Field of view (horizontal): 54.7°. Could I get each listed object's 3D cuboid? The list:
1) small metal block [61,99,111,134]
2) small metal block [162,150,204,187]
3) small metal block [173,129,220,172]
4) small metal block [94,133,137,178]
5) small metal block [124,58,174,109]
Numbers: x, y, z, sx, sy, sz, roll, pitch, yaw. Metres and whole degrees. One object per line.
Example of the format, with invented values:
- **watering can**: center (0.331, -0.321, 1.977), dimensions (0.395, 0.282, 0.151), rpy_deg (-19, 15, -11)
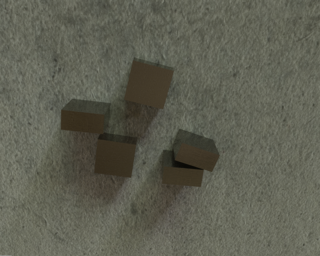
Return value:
- **small metal block**: center (-0.092, -0.016, 0.389), dimensions (0.050, 0.050, 0.025), rpy_deg (6, 110, -3)
- **small metal block**: center (0.029, 0.053, 0.417), dimensions (0.050, 0.050, 0.025), rpy_deg (6, 110, -3)
- **small metal block**: center (0.046, 0.028, 0.408), dimensions (0.050, 0.050, 0.025), rpy_deg (19, 109, -7)
- **small metal block**: center (-0.060, 0.037, 0.423), dimensions (0.050, 0.025, 0.050), rpy_deg (9, 110, -4)
- **small metal block**: center (-0.014, -0.056, 0.389), dimensions (0.050, 0.025, 0.050), rpy_deg (14, 109, -6)
